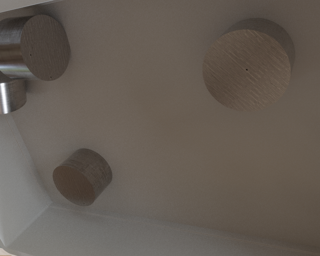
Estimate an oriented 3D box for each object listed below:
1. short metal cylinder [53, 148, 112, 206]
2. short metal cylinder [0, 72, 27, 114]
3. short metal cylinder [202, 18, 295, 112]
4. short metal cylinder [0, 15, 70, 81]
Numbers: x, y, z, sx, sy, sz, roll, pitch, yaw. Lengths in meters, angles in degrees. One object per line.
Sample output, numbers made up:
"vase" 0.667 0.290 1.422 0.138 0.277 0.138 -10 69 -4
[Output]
"short metal cylinder" -0.126 0.080 0.506 0.080 0.050 0.079 13 124 20
"short metal cylinder" -0.243 -0.063 0.460 0.080 0.080 0.050 22 127 14
"short metal cylinder" 0.088 -0.063 0.307 0.080 0.050 0.079 13 124 20
"short metal cylinder" -0.162 -0.101 0.394 0.050 0.080 0.079 5 121 25
